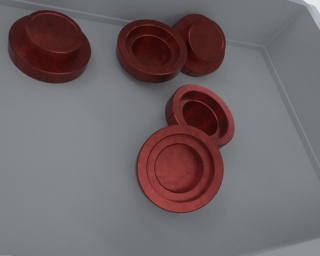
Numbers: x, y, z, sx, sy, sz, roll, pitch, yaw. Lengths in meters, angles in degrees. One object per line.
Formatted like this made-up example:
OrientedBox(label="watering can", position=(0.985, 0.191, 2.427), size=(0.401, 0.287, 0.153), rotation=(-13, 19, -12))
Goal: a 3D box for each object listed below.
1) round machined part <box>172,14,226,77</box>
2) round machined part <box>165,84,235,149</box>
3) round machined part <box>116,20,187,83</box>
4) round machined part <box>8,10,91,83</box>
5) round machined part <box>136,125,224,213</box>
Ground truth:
OrientedBox(label="round machined part", position=(0.064, -0.133, 0.489), size=(0.099, 0.042, 0.097), rotation=(2, 86, -26))
OrientedBox(label="round machined part", position=(0.050, -0.009, 0.427), size=(0.099, 0.042, 0.098), rotation=(15, 53, -22))
OrientedBox(label="round machined part", position=(-0.014, -0.104, 0.445), size=(0.099, 0.042, 0.098), rotation=(7, 62, -13))
OrientedBox(label="round machined part", position=(-0.135, -0.108, 0.388), size=(0.099, 0.042, 0.098), rotation=(14, 56, -21))
OrientedBox(label="round machined part", position=(0.020, 0.047, 0.362), size=(0.099, 0.042, 0.097), rotation=(1, 81, -9))
